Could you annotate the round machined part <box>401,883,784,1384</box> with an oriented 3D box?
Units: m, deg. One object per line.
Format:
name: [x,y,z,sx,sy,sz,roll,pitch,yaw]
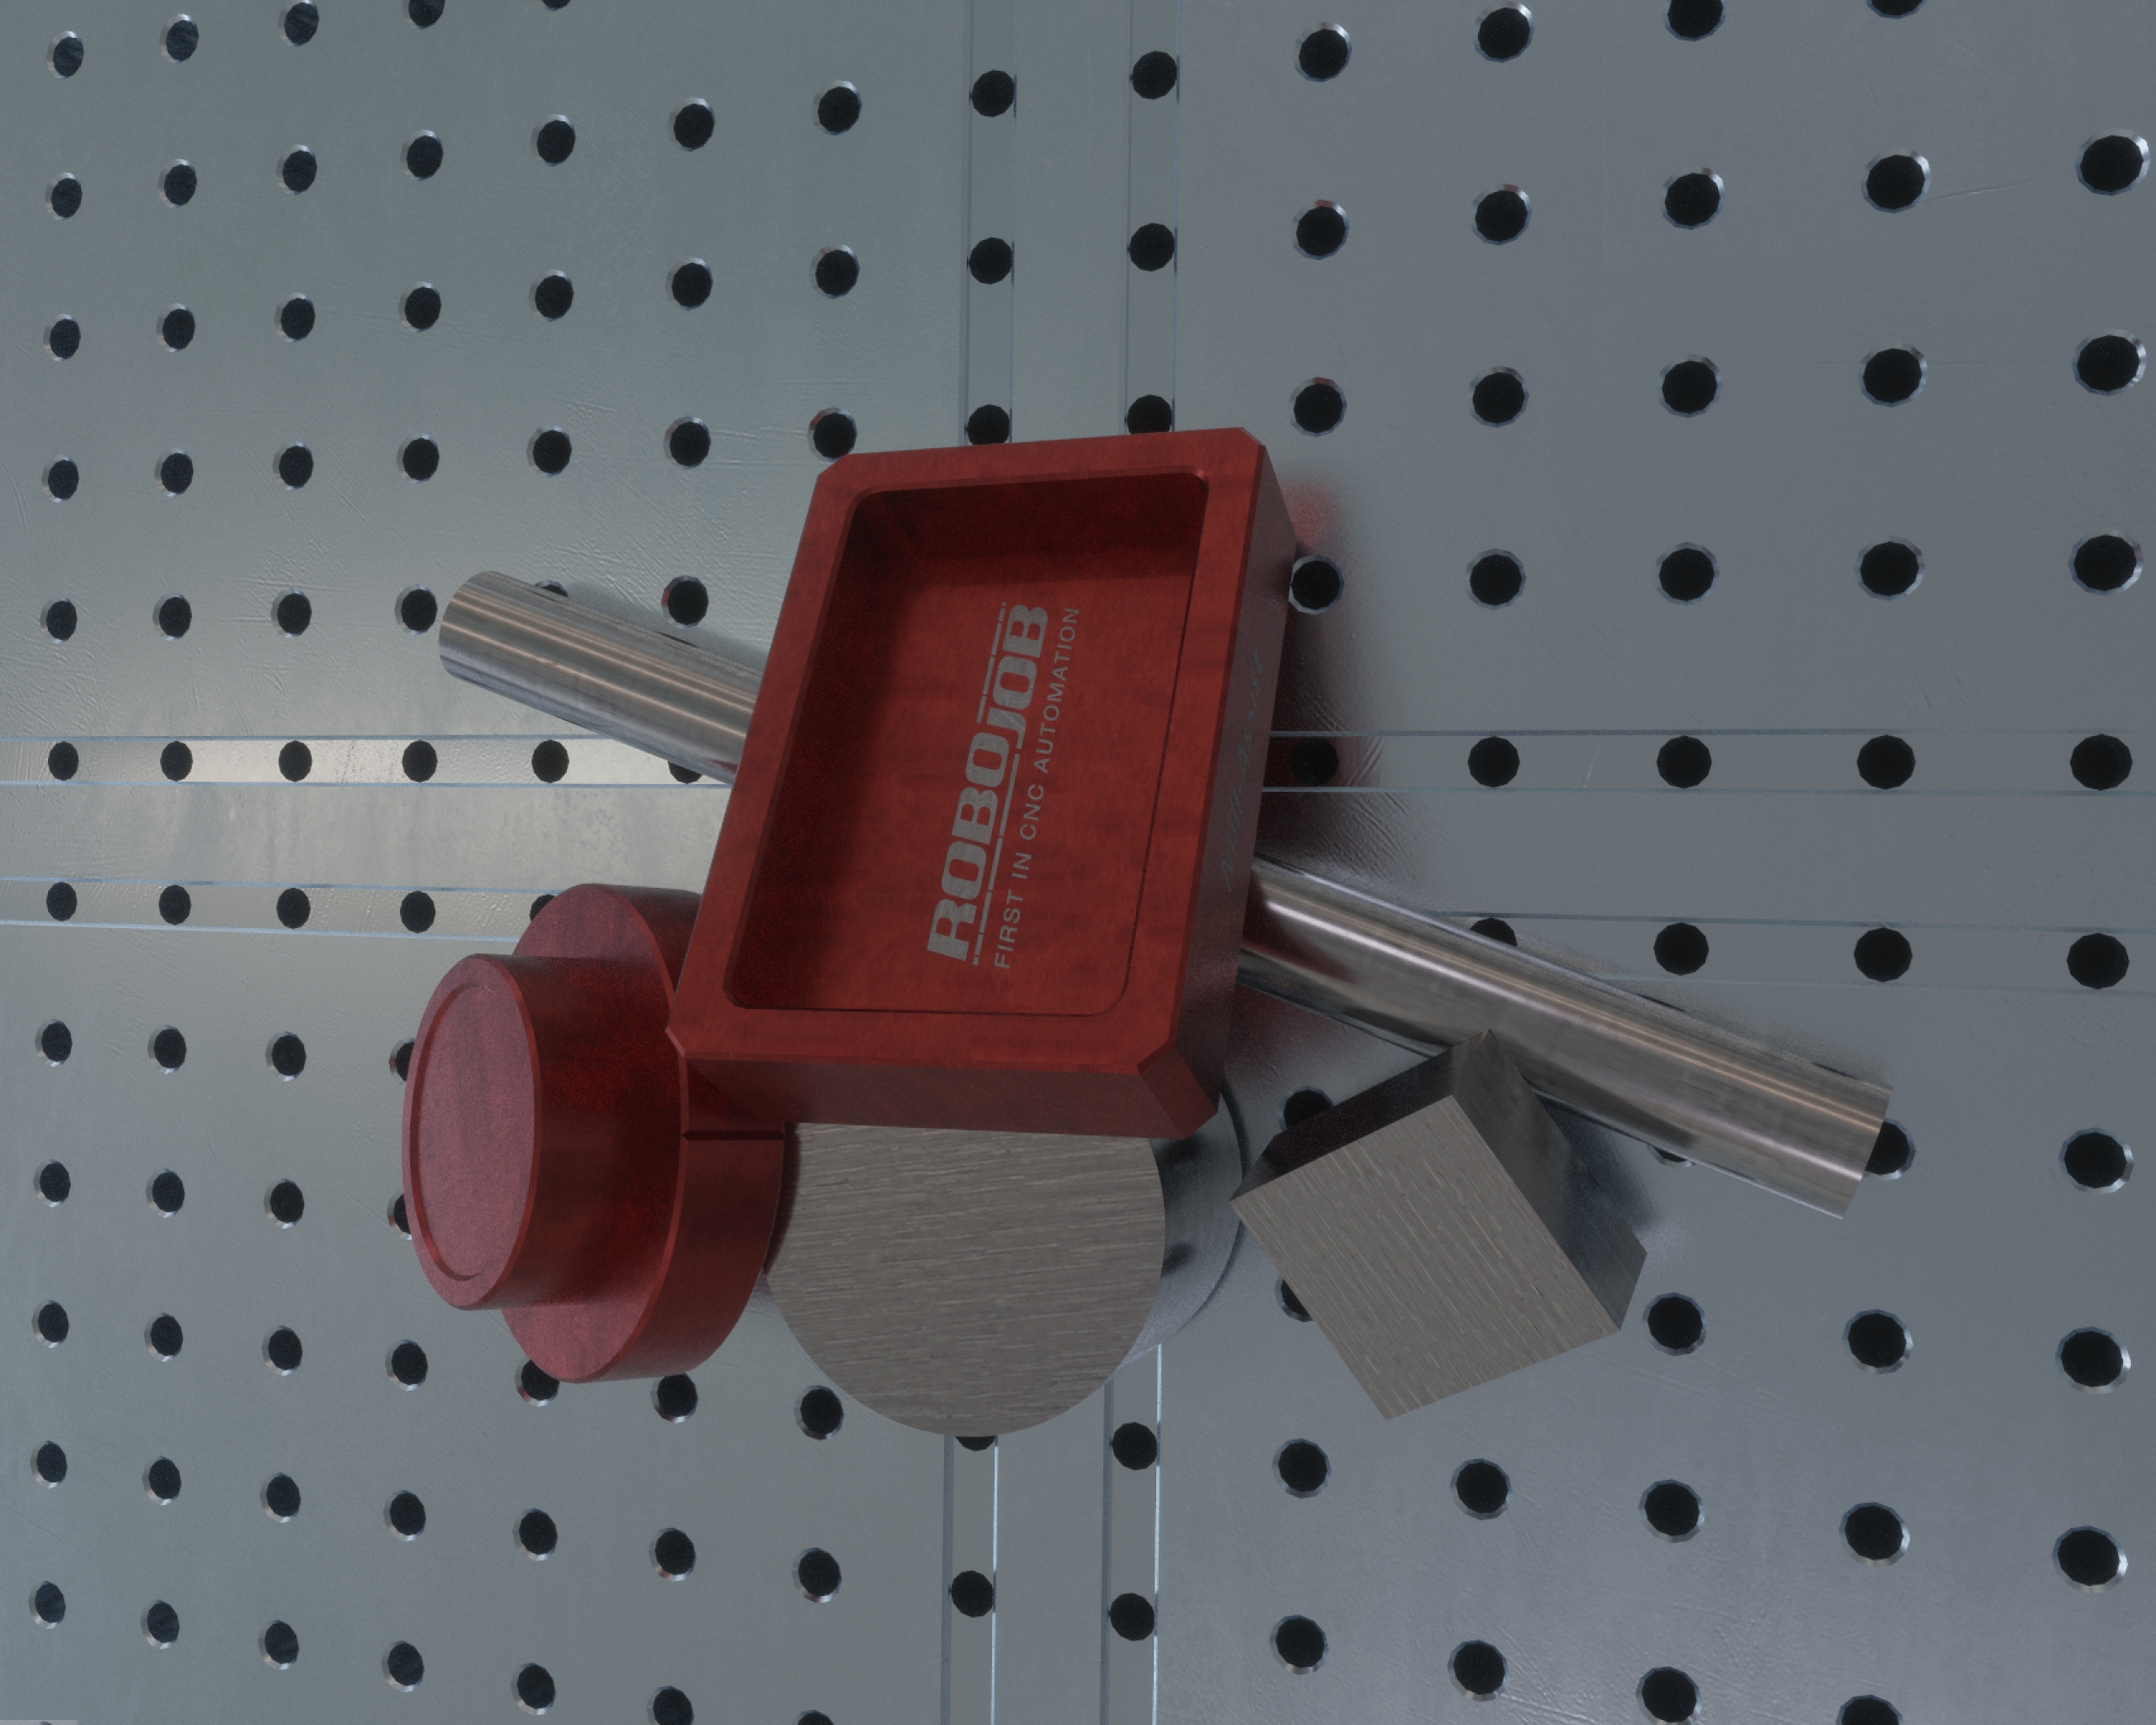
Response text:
round machined part: [-0.100,0.052,0.410,0.098,0.042,0.097,-9,78,52]

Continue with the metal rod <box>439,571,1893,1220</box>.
metal rod: [0.003,-0.001,0.407,0.301,0.025,0.025,21,97,18]

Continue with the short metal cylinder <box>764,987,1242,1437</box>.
short metal cylinder: [-0.014,0.064,0.400,0.080,0.050,0.079,0,90,20]

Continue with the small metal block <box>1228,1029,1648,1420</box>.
small metal block: [0.064,0.065,0.374,0.050,0.025,0.050,-33,95,33]

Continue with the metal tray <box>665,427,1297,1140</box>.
metal tray: [-0.014,-0.017,0.379,0.090,0.030,0.130,0,61,19]
